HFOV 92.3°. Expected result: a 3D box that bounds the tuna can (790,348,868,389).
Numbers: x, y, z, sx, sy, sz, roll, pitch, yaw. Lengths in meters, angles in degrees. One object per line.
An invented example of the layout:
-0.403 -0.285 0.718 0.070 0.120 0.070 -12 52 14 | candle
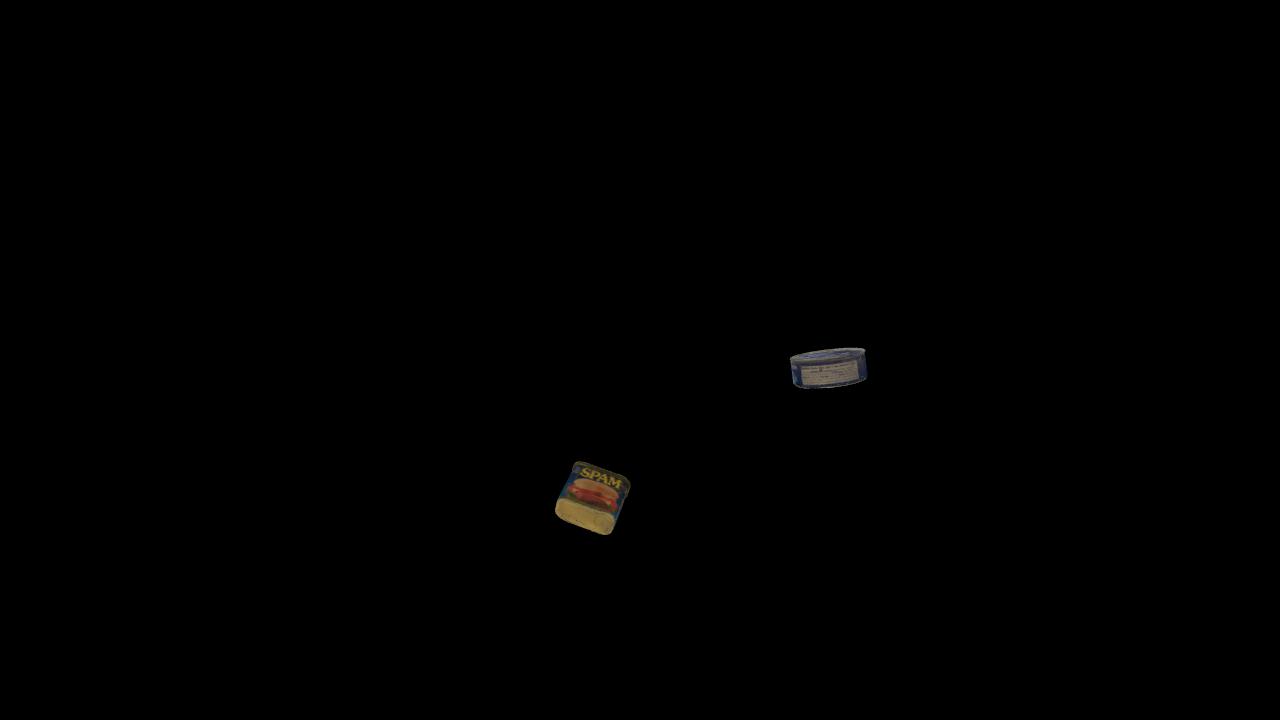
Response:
0.217 0.009 0.708 0.084 0.034 0.084 -9 6 1 | tuna can

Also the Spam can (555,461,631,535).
-0.076 0.221 0.984 0.101 0.058 0.085 18 36 6 | Spam can
